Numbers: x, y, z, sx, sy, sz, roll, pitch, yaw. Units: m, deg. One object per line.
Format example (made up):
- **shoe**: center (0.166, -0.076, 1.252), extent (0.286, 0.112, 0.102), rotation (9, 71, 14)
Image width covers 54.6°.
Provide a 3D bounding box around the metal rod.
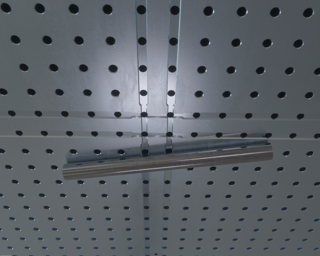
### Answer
- **metal rod**: center (0.008, 0.050, 0.453), extent (0.301, 0.025, 0.025), rotation (-6, 130, 5)
